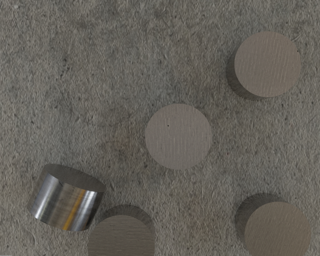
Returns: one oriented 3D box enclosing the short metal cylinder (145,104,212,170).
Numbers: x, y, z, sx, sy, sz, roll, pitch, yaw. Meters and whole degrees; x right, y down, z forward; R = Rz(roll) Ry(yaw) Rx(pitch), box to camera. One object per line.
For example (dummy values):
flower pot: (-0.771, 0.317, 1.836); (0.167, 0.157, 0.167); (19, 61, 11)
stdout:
short metal cylinder: (0.022, 0.010, 0.397); (0.081, 0.050, 0.080); (0, 90, 0)

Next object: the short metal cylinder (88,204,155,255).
short metal cylinder: (-0.046, 0.144, 0.397); (0.081, 0.050, 0.080); (0, 90, 0)

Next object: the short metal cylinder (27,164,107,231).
short metal cylinder: (-0.113, 0.084, 0.382); (0.080, 0.080, 0.050); (24, 90, 0)

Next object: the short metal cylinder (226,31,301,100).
short metal cylinder: (0.130, -0.077, 0.398); (0.081, 0.050, 0.080); (0, 90, 0)

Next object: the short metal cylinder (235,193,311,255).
short metal cylinder: (0.142, 0.129, 0.398); (0.081, 0.050, 0.080); (0, 90, 0)
